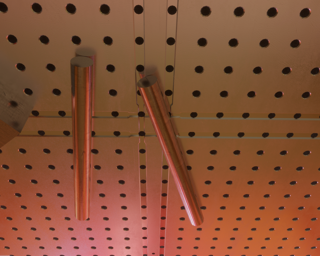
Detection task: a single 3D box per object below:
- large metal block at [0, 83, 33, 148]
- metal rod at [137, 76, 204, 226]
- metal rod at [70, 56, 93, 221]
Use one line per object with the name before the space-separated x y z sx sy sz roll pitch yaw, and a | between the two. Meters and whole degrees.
large metal block | -0.221 -0.015 0.379 0.080 0.050 0.080 -31 124 23
metal rod | 0.025 0.054 0.458 0.025 0.025 0.299 -12 129 10
metal rod | -0.111 0.038 0.442 0.025 0.025 0.298 7 130 -6
